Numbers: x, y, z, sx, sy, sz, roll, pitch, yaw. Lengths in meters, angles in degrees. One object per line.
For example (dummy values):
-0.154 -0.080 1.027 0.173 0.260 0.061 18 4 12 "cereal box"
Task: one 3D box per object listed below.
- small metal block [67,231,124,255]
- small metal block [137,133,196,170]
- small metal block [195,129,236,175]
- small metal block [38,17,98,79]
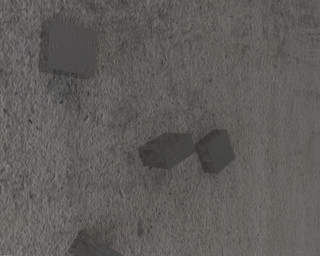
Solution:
-0.063 0.140 0.335 0.050 0.050 0.025 45 63 -31 "small metal block"
0.009 0.028 0.395 0.050 0.050 0.025 -29 109 -36 "small metal block"
0.085 0.036 0.476 0.050 0.025 0.050 -33 111 -35 "small metal block"
-0.096 -0.081 0.324 0.050 0.025 0.050 5 87 -40 "small metal block"
